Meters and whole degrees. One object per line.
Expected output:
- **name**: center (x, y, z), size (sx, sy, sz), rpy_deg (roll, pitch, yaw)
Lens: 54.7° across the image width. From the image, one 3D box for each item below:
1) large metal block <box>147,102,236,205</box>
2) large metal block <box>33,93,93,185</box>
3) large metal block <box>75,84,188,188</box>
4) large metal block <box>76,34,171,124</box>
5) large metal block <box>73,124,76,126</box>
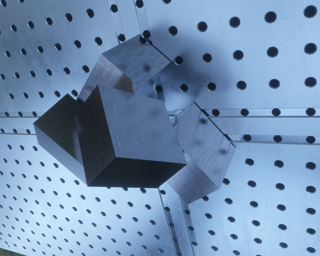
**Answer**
- **large metal block**: center (0.037, 0.029, 0.371), size (0.080, 0.080, 0.050), rpy_deg (47, 129, -5)
- **large metal block**: center (-0.099, 0.017, 0.371), size (0.080, 0.050, 0.080), rpy_deg (41, 154, 0)
- **large metal block**: center (-0.030, 0.011, 0.306), size (0.050, 0.081, 0.080), rpy_deg (-45, 50, 34)
- **large metal block**: center (-0.043, -0.053, 0.362), size (0.050, 0.080, 0.080), rpy_deg (41, 129, 0)
- **large metal block**: center (-0.087, 0.020, 0.451), size (0.080, 0.050, 0.080), rpy_deg (43, 129, -2)
